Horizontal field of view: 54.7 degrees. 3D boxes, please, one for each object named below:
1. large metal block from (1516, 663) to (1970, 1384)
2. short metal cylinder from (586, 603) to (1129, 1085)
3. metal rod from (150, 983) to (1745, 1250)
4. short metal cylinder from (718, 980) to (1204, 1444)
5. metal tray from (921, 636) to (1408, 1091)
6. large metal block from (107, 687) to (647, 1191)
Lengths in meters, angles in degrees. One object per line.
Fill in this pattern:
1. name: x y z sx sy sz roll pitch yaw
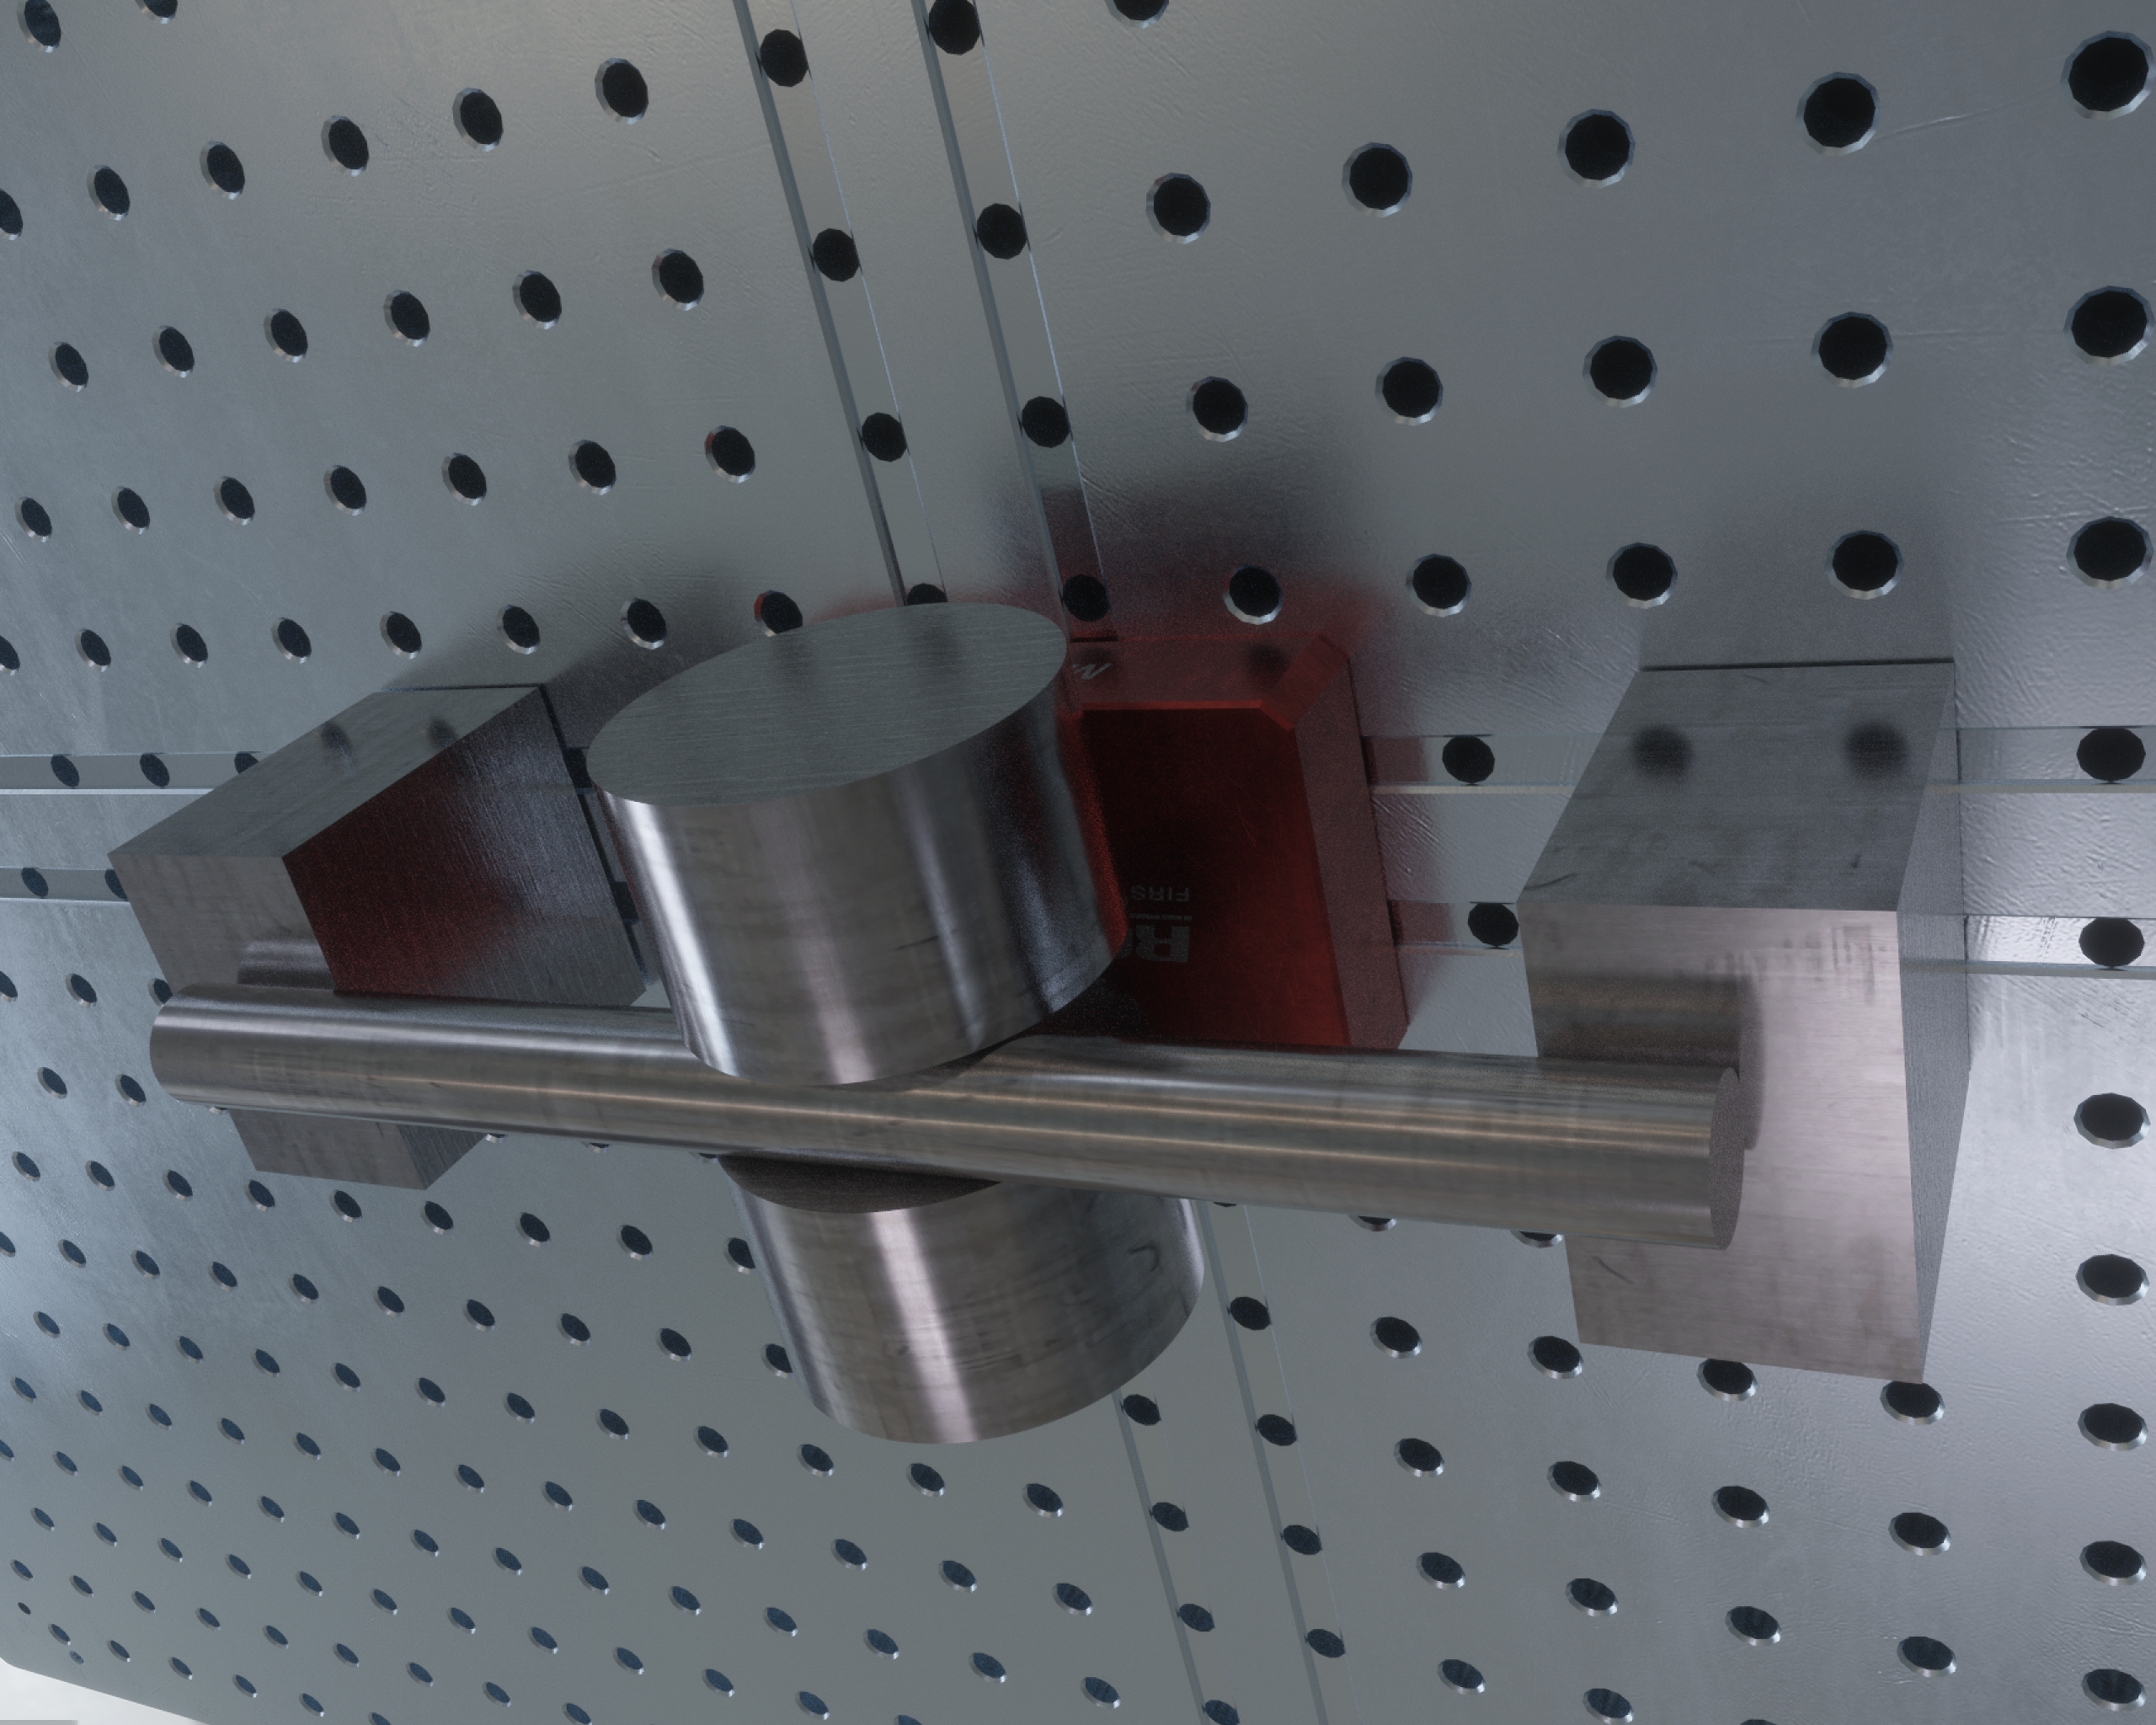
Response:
1. large metal block: 0.109 0.022 0.330 0.050 0.080 0.080 1 119 28
2. short metal cylinder: -0.036 -0.006 0.352 0.080 0.080 0.050 1 119 28
3. metal rod: -0.044 0.039 0.354 0.300 0.025 0.025 1 119 27
4. short metal cylinder: -0.021 0.060 0.385 0.080 0.080 0.050 1 119 28
5. metal tray: -0.007 0.004 0.414 0.130 0.030 0.089 1 119 27
6. large metal block: -0.151 0.014 0.463 0.050 0.080 0.080 1 119 28
